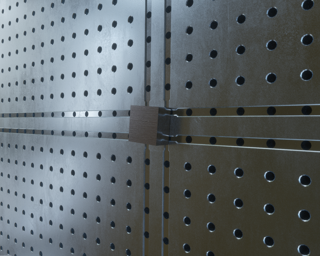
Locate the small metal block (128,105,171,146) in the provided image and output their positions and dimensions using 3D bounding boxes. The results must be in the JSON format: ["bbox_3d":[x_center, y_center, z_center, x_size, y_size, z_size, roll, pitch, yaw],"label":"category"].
[{"bbox_3d":[-0.015,-0.004,0.419,0.050,0.025,0.050,7,94,39],"label":"small metal block"}]
